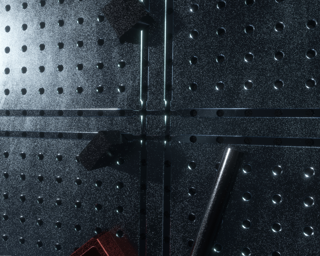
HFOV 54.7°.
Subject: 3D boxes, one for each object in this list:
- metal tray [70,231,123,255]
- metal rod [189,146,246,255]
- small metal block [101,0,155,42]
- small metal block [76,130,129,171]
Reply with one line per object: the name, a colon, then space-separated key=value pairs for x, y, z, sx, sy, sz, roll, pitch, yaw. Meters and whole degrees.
metal tray: x=-0.104 y=0.223 z=0.445 sx=0.130 sy=0.030 sz=0.090 roll=-41 pitch=78 yaw=15
metal rod: x=0.048 y=0.168 z=0.394 sx=0.025 sy=0.025 sz=0.298 roll=19 pitch=96 yaw=18
small metal block: x=-0.044 y=-0.156 z=0.427 sx=0.050 sy=0.025 sz=0.050 roll=-35 pitch=79 yaw=16
small metal block: x=-0.077 y=0.030 z=0.425 sx=0.025 sy=0.050 sz=0.050 roll=46 pitch=104 yaw=14
